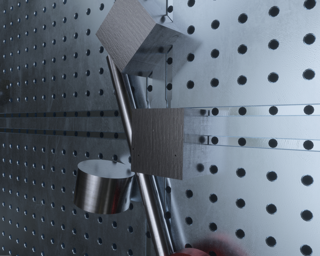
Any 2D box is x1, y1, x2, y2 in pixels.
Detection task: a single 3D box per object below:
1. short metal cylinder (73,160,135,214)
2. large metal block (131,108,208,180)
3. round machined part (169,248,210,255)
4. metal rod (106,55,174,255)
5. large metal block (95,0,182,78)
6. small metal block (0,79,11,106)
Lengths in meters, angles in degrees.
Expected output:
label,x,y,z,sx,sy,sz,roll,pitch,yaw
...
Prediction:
label,x,y,z,sx,sy,sz,roll,pitch,yaw
short metal cylinder,-0.079,0.081,0.439,0.080,0.081,0.050,17,101,38
large metal block,0.011,0.016,0.384,0.080,0.050,0.079,2,91,40
round machined part,0.045,0.190,0.362,0.098,0.042,0.097,0,90,40
metal rod,-0.030,0.033,0.433,0.025,0.025,0.299,-25,74,37
large metal block,-0.031,-0.128,0.419,0.080,0.050,0.080,-48,62,29
small metal block,-0.371,-0.082,0.716,0.050,0.025,0.050,-13,82,39
